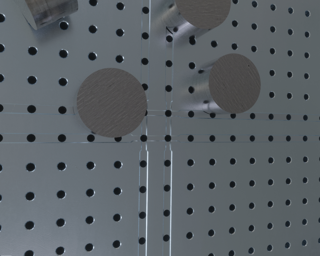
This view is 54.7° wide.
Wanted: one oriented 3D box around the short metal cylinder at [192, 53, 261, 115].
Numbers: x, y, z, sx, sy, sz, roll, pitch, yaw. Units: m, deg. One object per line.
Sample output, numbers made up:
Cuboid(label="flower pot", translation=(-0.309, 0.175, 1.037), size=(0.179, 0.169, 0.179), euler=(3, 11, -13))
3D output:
Cuboid(label="short metal cylinder", translation=(0.091, -0.059, 0.433), size=(0.081, 0.050, 0.079), euler=(0, 90, -20))

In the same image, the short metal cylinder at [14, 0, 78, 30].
Cuboid(label="short metal cylinder", translation=(-0.132, -0.154, 0.334), size=(0.050, 0.080, 0.080), euler=(-33, 101, -17))

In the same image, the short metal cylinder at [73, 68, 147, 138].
Cuboid(label="short metal cylinder", translation=(-0.062, -0.029, 0.376), size=(0.081, 0.050, 0.079), euler=(0, 90, -20))

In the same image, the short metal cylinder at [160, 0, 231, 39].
Cuboid(label="short metal cylinder", translation=(0.047, -0.166, 0.416), size=(0.081, 0.050, 0.079), euler=(0, 90, -20))
